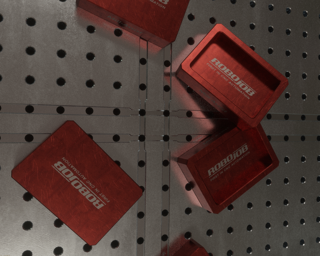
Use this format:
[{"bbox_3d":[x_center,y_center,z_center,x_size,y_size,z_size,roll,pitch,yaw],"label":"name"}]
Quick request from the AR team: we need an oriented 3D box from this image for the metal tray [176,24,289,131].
[{"bbox_3d":[0.100,-0.070,0.430,0.130,0.030,0.090,40,76,0],"label":"metal tray"}]

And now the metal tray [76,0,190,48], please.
[{"bbox_3d":[-0.029,-0.173,0.400,0.131,0.030,0.090,22,83,-19],"label":"metal tray"}]

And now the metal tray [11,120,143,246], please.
[{"bbox_3d":[-0.096,0.065,0.375,0.090,0.030,0.130,-46,105,-15],"label":"metal tray"}]

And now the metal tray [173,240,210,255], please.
[{"bbox_3d":[0.027,0.231,0.422,0.131,0.030,0.090,-38,102,-16],"label":"metal tray"}]

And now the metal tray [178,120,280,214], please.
[{"bbox_3d":[0.102,0.049,0.449,0.131,0.030,0.090,-32,101,-17],"label":"metal tray"}]
